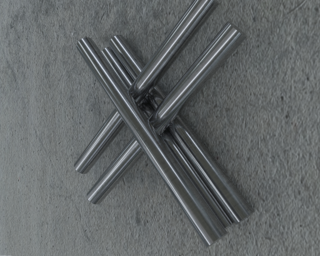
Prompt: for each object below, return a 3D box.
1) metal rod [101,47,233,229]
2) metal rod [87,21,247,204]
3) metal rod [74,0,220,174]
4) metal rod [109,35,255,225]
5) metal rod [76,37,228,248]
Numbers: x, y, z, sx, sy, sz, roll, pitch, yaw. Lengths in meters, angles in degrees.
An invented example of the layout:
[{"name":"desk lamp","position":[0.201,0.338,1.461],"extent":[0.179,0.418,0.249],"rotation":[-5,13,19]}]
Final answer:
[{"name":"metal rod","position":[-0.002,-0.001,0.406],"extent":[0.025,0.025,0.299],"rotation":[-49,61,28]},{"name":"metal rod","position":[-0.009,0.001,0.379],"extent":[0.299,0.025,0.025],"rotation":[-49,61,28]},{"name":"metal rod","position":[-0.032,-0.040,0.398],"extent":[0.299,0.025,0.025],"rotation":[-49,61,28]},{"name":"metal rod","position":[0.014,-0.015,0.393],"extent":[0.025,0.025,0.299],"rotation":[-49,61,28]},{"name":"metal rod","position":[-0.024,-0.003,0.359],"extent":[0.025,0.025,0.299],"rotation":[-50,61,28]}]
